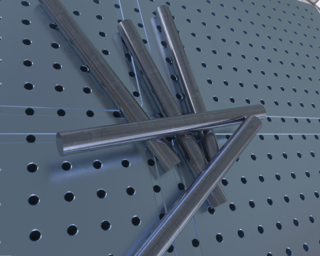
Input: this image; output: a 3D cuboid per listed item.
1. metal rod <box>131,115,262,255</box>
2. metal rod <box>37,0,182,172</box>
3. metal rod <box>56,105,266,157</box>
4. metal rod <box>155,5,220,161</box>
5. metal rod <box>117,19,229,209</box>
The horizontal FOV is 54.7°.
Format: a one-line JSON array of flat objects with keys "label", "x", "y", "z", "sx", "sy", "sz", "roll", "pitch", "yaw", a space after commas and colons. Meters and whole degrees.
[{"label": "metal rod", "x": 0.038, "y": 0.081, "z": 0.356, "sx": 0.025, "sy": 0.025, "sz": 0.301, "roll": 45, "pitch": 58, "yaw": 2}, {"label": "metal rod", "x": -0.072, "y": -0.069, "z": 0.412, "sx": 0.025, "sy": 0.025, "sz": 0.299, "roll": -30, "pitch": 79, "yaw": -38}, {"label": "metal rod", "x": 0.025, "y": -0.004, "z": 0.392, "sx": 0.303, "sy": 0.025, "sz": 0.025, "roll": -9, "pitch": 67, "yaw": -32}, {"label": "metal rod", "x": 0.042, "y": -0.071, "z": 0.475, "sx": 0.025, "sy": 0.025, "sz": 0.299, "roll": -2, "pitch": 63, "yaw": -29}, {"label": "metal rod", "x": 0.011, "y": -0.031, "z": 0.434, "sx": 0.025, "sy": 0.025, "sz": 0.299, "roll": -15, "pitch": 70, "yaw": -34}]
